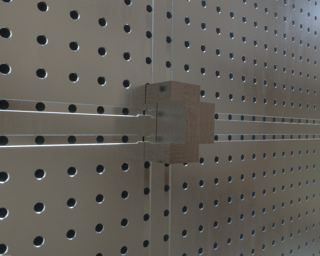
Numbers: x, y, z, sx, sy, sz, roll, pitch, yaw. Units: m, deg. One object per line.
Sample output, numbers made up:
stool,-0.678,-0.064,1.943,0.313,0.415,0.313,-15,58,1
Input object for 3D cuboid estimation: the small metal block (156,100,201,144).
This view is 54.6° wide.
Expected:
small metal block,0.022,-0.007,0.377,0.025,0.050,0.050,2,89,-40

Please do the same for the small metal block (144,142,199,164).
small metal block,0.015,0.031,0.404,0.050,0.050,0.025,2,89,-40

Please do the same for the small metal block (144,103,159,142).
small metal block,0.007,-0.006,0.414,0.050,0.025,0.050,2,89,-38

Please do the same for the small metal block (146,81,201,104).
small metal block,0.017,-0.044,0.405,0.050,0.050,0.025,2,89,-40

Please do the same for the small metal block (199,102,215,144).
small metal block,0.042,-0.006,0.394,0.025,0.050,0.050,2,89,-39
